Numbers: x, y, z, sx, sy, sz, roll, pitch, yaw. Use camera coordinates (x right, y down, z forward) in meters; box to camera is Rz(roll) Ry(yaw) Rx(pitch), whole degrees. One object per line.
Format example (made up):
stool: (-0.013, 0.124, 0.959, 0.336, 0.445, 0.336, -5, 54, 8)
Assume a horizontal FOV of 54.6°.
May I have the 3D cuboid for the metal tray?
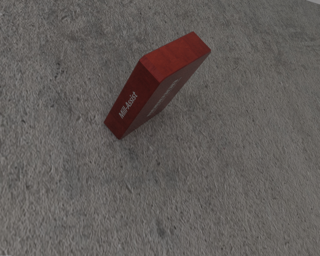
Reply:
metal tray: (-0.006, -0.045, 0.360, 0.030, 0.129, 0.091, 49, 51, 6)
